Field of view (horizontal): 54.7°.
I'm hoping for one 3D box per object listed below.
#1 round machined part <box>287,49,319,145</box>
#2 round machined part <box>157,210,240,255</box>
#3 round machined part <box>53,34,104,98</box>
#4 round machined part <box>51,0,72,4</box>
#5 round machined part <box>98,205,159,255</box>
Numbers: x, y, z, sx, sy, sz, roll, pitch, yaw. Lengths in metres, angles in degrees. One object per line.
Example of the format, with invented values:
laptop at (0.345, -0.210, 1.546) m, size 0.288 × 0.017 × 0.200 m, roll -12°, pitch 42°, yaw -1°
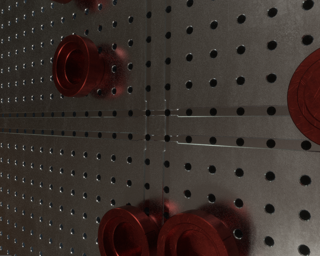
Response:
round machined part at (0.160, -0.028, 0.266) m, size 0.098 × 0.042 × 0.097 m, roll 0°, pitch 90°, yaw 39°
round machined part at (0.047, 0.143, 0.358) m, size 0.098 × 0.042 × 0.097 m, roll 0°, pitch 90°, yaw 39°
round machined part at (-0.128, -0.098, 0.501) m, size 0.098 × 0.042 × 0.097 m, roll 0°, pitch 90°, yaw 39°
round machined part at (-0.155, -0.259, 0.523) m, size 0.098 × 0.042 × 0.097 m, roll 0°, pitch 90°, yaw 39°
round machined part at (-0.038, 0.156, 0.427) m, size 0.098 × 0.042 × 0.097 m, roll 0°, pitch 90°, yaw 39°
